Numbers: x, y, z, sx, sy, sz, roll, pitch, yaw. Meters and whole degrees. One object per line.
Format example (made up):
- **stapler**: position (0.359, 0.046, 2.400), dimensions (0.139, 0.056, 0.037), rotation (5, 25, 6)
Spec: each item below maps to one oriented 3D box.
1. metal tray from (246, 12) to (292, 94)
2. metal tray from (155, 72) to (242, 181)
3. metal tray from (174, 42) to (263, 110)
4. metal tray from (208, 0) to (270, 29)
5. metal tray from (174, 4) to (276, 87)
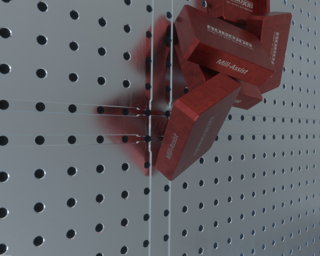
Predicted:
- **metal tray**: position (0.178, -0.126, 0.526), dimensions (0.091, 0.030, 0.129), rotation (-22, 124, -38)
- **metal tray**: position (0.045, 0.001, 0.390), dimensions (0.091, 0.030, 0.129), rotation (-34, 154, -34)
- **metal tray**: position (0.088, -0.080, 0.453), dimensions (0.131, 0.030, 0.090), rotation (7, 58, -40)
- **metal tray**: position (0.135, -0.210, 0.516), dimensions (0.131, 0.030, 0.090), rotation (-2, 91, -40)
- **metal tray**: position (0.089, -0.113, 0.427), dimensions (0.131, 0.030, 0.090), rotation (14, 45, -24)
